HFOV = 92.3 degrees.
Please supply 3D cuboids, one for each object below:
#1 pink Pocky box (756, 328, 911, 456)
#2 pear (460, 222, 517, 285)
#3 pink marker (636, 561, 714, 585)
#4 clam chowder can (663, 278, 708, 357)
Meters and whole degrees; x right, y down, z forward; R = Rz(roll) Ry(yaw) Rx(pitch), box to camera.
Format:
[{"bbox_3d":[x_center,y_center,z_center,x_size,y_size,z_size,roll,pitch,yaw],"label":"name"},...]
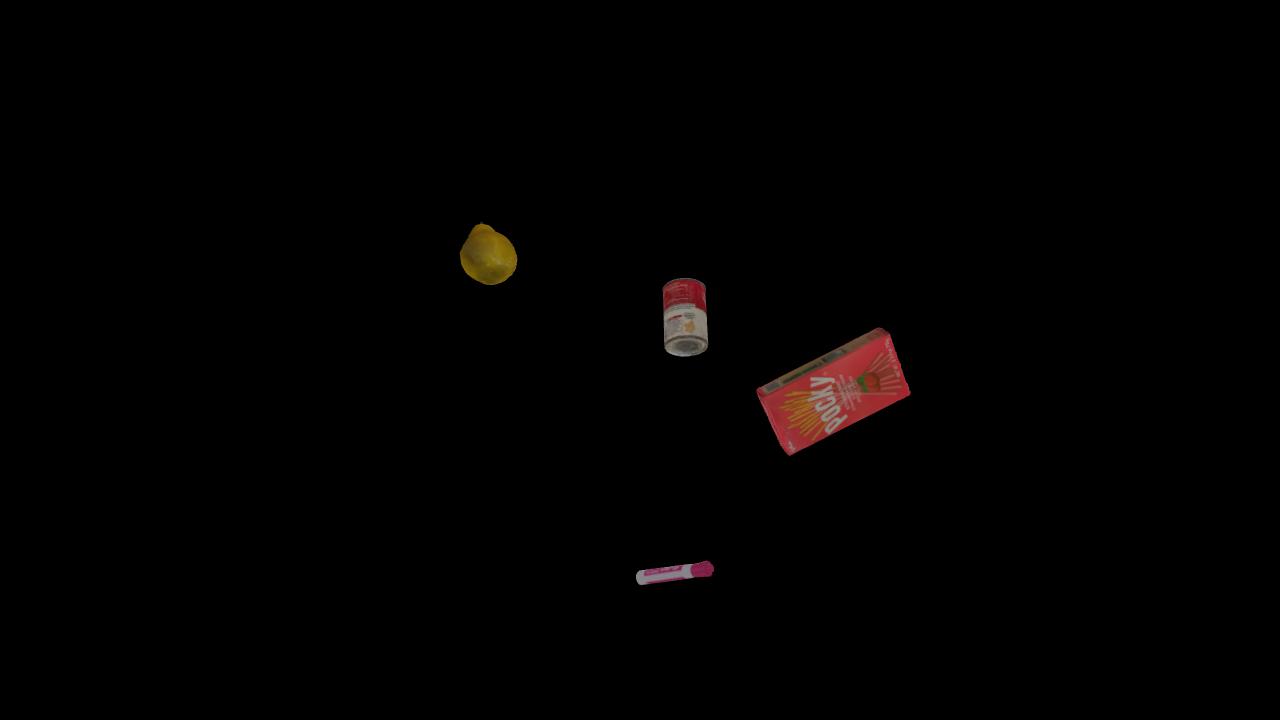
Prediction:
[{"bbox_3d":[0.214,0.036,0.682,0.155,0.084,0.029,-27,21,2],"label":"pink Pocky box"},{"bbox_3d":[-0.220,-0.165,0.874,0.080,0.111,0.080,-19,-23,-8],"label":"pear"},{"bbox_3d":[0.044,0.274,0.789,0.121,0.020,0.020,-23,-15,38],"label":"pink marker"},{"bbox_3d":[0.069,-0.064,0.936,0.068,0.102,0.068,0,-25,0],"label":"clam chowder can"}]
